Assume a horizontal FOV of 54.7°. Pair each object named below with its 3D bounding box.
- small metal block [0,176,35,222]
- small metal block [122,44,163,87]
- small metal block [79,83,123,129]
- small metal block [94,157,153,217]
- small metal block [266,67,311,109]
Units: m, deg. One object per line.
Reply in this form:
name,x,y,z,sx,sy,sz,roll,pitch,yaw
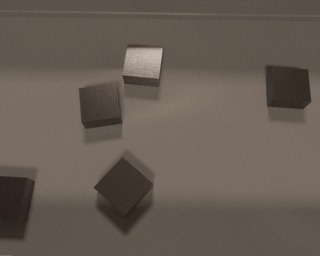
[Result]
small metal block,-0.186,0.086,0.376,0.050,0.025,0.050,3,70,0
small metal block,-0.024,-0.089,0.442,0.050,0.025,0.050,6,70,2
small metal block,-0.080,-0.030,0.420,0.050,0.025,0.050,-8,70,-4
small metal block,-0.044,0.073,0.382,0.050,0.025,0.050,40,74,13
small metal block,0.178,-0.056,0.432,0.050,0.025,0.050,4,70,1
